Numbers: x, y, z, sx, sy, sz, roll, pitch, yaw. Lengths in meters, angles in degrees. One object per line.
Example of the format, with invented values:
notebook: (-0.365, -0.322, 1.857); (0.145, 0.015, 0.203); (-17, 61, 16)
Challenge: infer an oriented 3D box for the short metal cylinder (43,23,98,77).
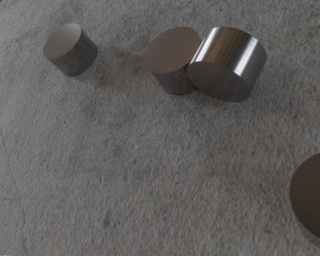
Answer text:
short metal cylinder: (-0.160, -0.139, 0.555); (0.080, 0.050, 0.080); (-13, 56, 20)

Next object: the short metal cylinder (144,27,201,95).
short metal cylinder: (0.026, -0.092, 0.429); (0.080, 0.050, 0.080); (-14, 56, 21)

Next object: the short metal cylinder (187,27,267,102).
short metal cylinder: (0.080, -0.074, 0.372); (0.080, 0.080, 0.050); (18, 71, 34)

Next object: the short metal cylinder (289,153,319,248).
short metal cylinder: (0.157, 0.065, 0.266); (0.080, 0.050, 0.080); (-13, 56, 20)
